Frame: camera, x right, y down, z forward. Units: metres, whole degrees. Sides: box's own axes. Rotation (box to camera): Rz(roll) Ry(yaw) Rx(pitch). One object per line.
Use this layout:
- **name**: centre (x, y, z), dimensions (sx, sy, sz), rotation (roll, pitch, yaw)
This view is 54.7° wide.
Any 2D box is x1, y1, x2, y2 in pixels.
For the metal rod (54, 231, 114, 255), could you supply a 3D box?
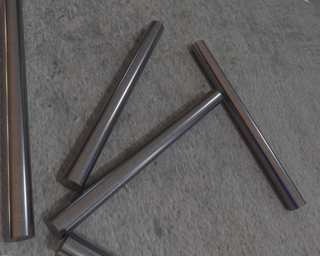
- **metal rod**: centre (0.036, 0.187, 0.302), dimensions (0.301, 0.025, 0.025), rotation (34, 51, -9)

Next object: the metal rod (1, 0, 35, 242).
- **metal rod**: centre (-0.159, -0.033, 0.338), dimensions (0.025, 0.025, 0.299), rotation (0, 62, -29)

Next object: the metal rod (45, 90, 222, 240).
- **metal rod**: centre (-0.008, 0.024, 0.386), dimensions (0.025, 0.025, 0.302), rotation (48, 51, 5)

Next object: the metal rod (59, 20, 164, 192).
- **metal rod**: centre (-0.049, -0.052, 0.410), dimensions (0.025, 0.025, 0.300), rotation (29, 52, -10)

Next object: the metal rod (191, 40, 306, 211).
- **metal rod**: centre (0.131, -0.014, 0.484), dimensions (0.025, 0.025, 0.299), rotation (-16, 70, -35)
